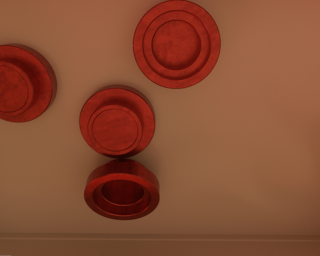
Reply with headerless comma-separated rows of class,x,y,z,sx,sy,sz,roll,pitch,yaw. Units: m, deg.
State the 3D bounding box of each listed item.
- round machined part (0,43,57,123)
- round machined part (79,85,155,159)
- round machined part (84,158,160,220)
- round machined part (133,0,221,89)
round machined part,-0.183,-0.052,0.381,0.099,0.042,0.097,0,110,0
round machined part,-0.055,-0.004,0.400,0.099,0.042,0.097,0,110,0
round machined part,-0.050,0.079,0.421,0.099,0.042,0.097,0,129,0
round machined part,0.019,-0.098,0.366,0.099,0.042,0.097,0,110,0
